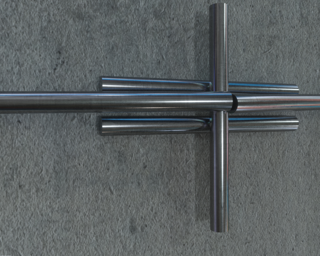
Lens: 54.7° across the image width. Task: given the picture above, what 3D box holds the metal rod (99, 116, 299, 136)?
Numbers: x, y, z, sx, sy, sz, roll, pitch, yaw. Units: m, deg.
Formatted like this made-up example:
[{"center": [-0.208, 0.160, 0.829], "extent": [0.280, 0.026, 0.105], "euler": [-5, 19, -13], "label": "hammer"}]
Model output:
[{"center": [0.068, -0.005, 0.436], "extent": [0.303, 0.025, 0.025], "euler": [-1, 91, -21], "label": "metal rod"}]

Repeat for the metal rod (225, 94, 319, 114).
[{"center": [0.220, -0.039, 0.467], "extent": [0.303, 0.025, 0.025], "euler": [-4, 92, -30], "label": "metal rod"}]

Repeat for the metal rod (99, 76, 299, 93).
[{"center": [0.068, -0.055, 0.436], "extent": [0.303, 0.025, 0.025], "euler": [-1, 91, -21], "label": "metal rod"}]

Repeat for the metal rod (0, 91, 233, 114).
[{"center": [-0.062, -0.030, 0.361], "extent": [0.302, 0.025, 0.025], "euler": [-1, 91, -11], "label": "metal rod"}]

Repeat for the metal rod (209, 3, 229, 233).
[{"center": [0.079, -0.013, 0.414], "extent": [0.025, 0.025, 0.298], "euler": [0, 90, -20], "label": "metal rod"}]
